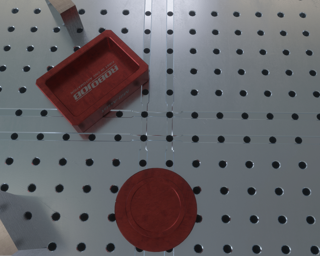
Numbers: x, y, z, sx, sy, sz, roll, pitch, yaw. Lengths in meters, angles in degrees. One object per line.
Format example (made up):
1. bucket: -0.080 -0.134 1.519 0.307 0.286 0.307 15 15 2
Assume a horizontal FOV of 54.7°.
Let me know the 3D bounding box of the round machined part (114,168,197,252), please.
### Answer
1. round machined part: -0.005 0.095 0.368 0.099 0.042 0.098 0 70 0

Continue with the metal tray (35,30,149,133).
1. metal tray: -0.091 -0.068 0.432 0.130 0.030 0.090 -41 75 -14

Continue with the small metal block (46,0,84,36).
1. small metal block: -0.144 -0.175 0.461 0.025 0.050 0.050 -37 74 -12

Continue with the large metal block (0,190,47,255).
1. large metal block: -0.180 0.115 0.339 0.050 0.080 0.080 -36 74 -12
